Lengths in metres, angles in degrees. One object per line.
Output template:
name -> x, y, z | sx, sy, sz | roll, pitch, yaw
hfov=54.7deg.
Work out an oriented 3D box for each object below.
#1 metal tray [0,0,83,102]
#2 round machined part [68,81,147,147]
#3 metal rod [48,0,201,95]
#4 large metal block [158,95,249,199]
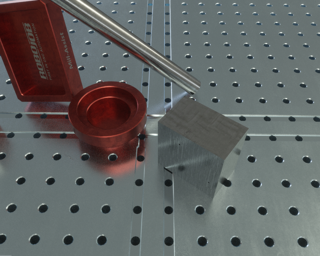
metal tray -> -0.162, -0.099, 0.408 | 0.090, 0.129, 0.030 | 1, 31, 17
round machined part -> -0.066, -0.013, 0.407 | 0.099, 0.042, 0.098 | 0, 50, 0
metal rod -> -0.062, -0.123, 0.388 | 0.301, 0.025, 0.025 | 29, 42, -30
large metal block -> 0.045, 0.022, 0.354 | 0.080, 0.080, 0.050 | 31, 56, 23
